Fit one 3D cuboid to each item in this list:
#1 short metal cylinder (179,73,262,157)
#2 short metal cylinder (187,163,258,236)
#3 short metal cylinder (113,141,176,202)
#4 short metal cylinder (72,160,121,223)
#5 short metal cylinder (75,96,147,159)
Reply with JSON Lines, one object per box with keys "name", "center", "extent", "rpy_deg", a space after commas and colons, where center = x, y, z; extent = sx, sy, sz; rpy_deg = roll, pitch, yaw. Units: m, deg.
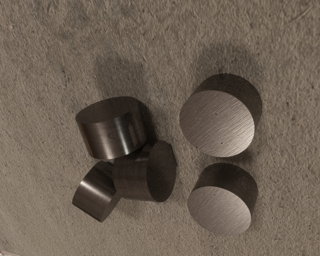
{"name": "short metal cylinder", "center": [0.068, -0.015, 0.345], "extent": [0.080, 0.050, 0.079], "rpy_deg": [13, 124, 20]}
{"name": "short metal cylinder", "center": [0.082, 0.092, 0.404], "extent": [0.080, 0.050, 0.079], "rpy_deg": [13, 124, 20]}
{"name": "short metal cylinder", "center": [-0.018, 0.057, 0.415], "extent": [0.050, 0.080, 0.080], "rpy_deg": [-3, 117, 29]}
{"name": "short metal cylinder", "center": [-0.089, 0.097, 0.476], "extent": [0.050, 0.080, 0.079], "rpy_deg": [31, 128, 8]}
{"name": "short metal cylinder", "center": [-0.062, -0.002, 0.401], "extent": [0.080, 0.080, 0.050], "rpy_deg": [0, 119, 28]}
